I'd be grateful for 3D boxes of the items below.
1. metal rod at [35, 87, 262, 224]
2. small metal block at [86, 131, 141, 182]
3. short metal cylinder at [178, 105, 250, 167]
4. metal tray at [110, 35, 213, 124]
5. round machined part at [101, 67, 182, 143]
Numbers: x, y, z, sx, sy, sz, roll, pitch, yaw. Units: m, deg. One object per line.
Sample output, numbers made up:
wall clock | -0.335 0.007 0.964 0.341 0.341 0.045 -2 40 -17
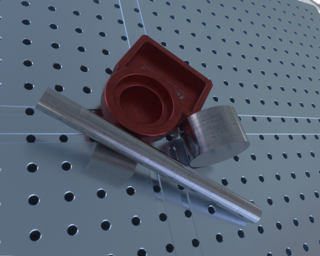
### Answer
metal rod | 0.004 0.042 0.360 0.301 0.025 0.025 31 51 -20
small metal block | -0.052 0.028 0.364 0.050 0.025 0.050 25 53 -13
short metal cylinder | 0.069 0.012 0.403 0.081 0.080 0.050 -4 64 -30
metal tray | 0.006 -0.068 0.450 0.130 0.030 0.090 34 51 -6
round machined part | -0.026 -0.025 0.389 0.099 0.042 0.098 12 57 -19
